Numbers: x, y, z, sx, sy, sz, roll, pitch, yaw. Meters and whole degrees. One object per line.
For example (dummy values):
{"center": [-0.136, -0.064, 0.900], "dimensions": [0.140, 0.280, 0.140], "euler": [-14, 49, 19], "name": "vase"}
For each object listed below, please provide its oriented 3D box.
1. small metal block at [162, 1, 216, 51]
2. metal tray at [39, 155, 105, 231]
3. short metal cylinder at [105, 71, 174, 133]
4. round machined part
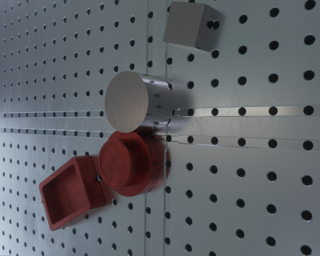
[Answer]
{"center": [0.035, -0.125, 0.380], "dimensions": [0.050, 0.025, 0.050], "euler": [22, 104, 37], "name": "small metal block"}
{"center": [-0.155, 0.114, 0.534], "dimensions": [0.130, 0.030, 0.090], "euler": [-35, 69, 34], "name": "metal tray"}
{"center": [-0.029, -0.034, 0.417], "dimensions": [0.080, 0.050, 0.079], "euler": [0, 90, 40], "name": "short metal cylinder"}
{"center": [-0.050, 0.049, 0.440], "dimensions": [0.098, 0.042, 0.097], "euler": [0, 90, 40], "name": "round machined part"}
